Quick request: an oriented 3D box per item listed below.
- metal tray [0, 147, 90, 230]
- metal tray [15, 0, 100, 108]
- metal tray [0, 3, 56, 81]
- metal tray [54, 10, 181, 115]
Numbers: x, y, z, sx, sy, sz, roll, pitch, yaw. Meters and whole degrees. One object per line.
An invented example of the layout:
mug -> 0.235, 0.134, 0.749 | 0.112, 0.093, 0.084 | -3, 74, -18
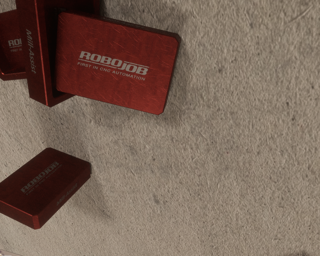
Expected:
metal tray -> -0.183, 0.088, 0.488 | 0.090, 0.131, 0.030 | 18, 125, 17
metal tray -> -0.111, -0.099, 0.358 | 0.030, 0.091, 0.129 | 24, 127, 23
metal tray -> -0.184, -0.116, 0.426 | 0.130, 0.030, 0.089 | 0, 119, 27
metal tray -> -0.050, -0.074, 0.352 | 0.131, 0.030, 0.089 | 14, 115, 2
